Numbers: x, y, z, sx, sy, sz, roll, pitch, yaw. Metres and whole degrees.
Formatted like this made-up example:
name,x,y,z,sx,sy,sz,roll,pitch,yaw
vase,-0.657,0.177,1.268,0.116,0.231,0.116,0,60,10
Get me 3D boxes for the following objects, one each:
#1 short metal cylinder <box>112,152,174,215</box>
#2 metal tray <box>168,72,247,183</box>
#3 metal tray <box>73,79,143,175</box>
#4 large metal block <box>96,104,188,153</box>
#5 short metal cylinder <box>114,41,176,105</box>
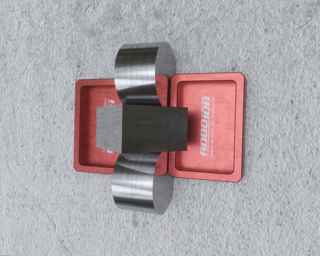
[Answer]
name,x,y,z,sx,sy,sz,roll,pitch,yaw
short metal cylinder,-0.018,0.065,0.387,0.050,0.080,0.079,2,91,20
metal tray,0.059,-0.002,0.387,0.090,0.030,0.129,2,91,19
metal tray,-0.073,-0.002,0.434,0.090,0.030,0.129,2,91,19
large metal block,-0.023,0.000,0.367,0.080,0.081,0.050,3,93,60
short metal cylinder,-0.015,-0.065,0.386,0.050,0.080,0.079,2,91,20
